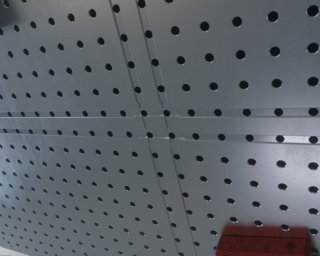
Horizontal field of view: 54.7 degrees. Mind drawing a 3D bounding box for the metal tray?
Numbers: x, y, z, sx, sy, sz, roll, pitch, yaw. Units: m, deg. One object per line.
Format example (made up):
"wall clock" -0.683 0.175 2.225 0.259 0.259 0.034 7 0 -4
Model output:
"metal tray" 0.156 0.203 0.450 0.130 0.030 0.090 -11 113 32
